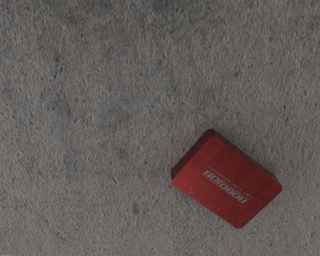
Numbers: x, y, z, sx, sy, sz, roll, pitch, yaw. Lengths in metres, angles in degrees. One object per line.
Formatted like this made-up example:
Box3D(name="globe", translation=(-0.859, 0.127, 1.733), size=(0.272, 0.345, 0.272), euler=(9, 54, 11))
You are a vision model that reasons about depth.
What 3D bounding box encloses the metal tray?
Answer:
Box3D(name="metal tray", translation=(0.092, 0.073, 0.435), size=(0.130, 0.030, 0.090), euler=(36, 106, -13))
